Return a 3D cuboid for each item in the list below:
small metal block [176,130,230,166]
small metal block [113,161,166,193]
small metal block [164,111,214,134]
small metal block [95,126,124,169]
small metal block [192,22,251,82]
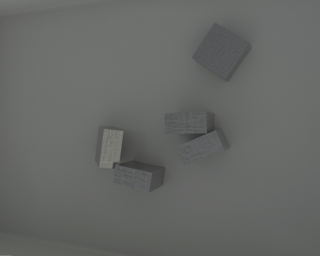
[{"bbox_3d":[0.054,0.023,0.378,0.050,0.050,0.025,-24,82,18],"label":"small metal block"},{"bbox_3d":[-0.026,0.062,0.406,0.050,0.050,0.025,10,94,19],"label":"small metal block"},{"bbox_3d":[0.038,-0.006,0.384,0.050,0.050,0.025,-2,90,20],"label":"small metal block"},{"bbox_3d":[-0.070,0.025,0.419,0.025,0.050,0.050,7,93,-18],"label":"small metal block"},{"bbox_3d":[0.076,-0.093,0.383,0.050,0.025,0.050,37,102,16],"label":"small metal block"}]
